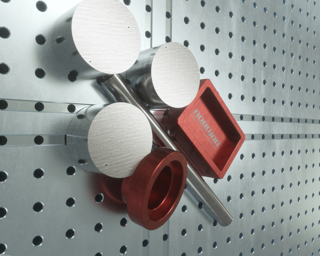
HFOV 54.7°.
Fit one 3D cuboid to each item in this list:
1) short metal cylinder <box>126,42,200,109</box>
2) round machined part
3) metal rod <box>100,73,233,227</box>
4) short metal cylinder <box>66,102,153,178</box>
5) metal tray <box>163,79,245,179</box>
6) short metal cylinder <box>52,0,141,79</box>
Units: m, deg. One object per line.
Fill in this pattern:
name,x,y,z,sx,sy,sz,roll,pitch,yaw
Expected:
short metal cylinder,0.005,-0.065,0.396,0.081,0.050,0.080,0,90,-40
round machined part,-0.009,0.069,0.376,0.099,0.042,0.097,-34,133,-47
metal rod,0.023,0.043,0.429,0.300,0.025,0.025,52,60,-27
short metal cylinder,-0.056,0.013,0.346,0.081,0.050,0.080,0,90,-40
metal tray,0.071,0.003,0.464,0.130,0.030,0.090,51,61,-28
short metal cylinder,-0.068,-0.095,0.335,0.081,0.050,0.080,0,90,-40
